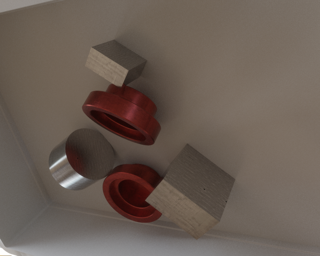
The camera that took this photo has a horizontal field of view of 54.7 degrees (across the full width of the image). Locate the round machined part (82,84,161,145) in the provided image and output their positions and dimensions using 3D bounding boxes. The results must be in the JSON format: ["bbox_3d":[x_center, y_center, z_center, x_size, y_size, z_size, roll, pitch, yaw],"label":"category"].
[{"bbox_3d":[-0.043,-0.020,0.387,0.098,0.042,0.098,23,163,8],"label":"round machined part"}]

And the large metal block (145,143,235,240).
[{"bbox_3d":[0.041,0.079,0.400,0.080,0.080,0.050,37,129,3],"label":"large metal block"}]

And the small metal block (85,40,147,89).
[{"bbox_3d":[-0.051,-0.077,0.369,0.050,0.050,0.025,33,123,6],"label":"small metal block"}]

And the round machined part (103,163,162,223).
[{"bbox_3d":[-0.033,0.093,0.469,0.098,0.042,0.097,12,125,18],"label":"round machined part"}]

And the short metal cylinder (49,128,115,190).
[{"bbox_3d":[-0.116,0.047,0.461,0.050,0.080,0.080,-32,101,38],"label":"short metal cylinder"}]
